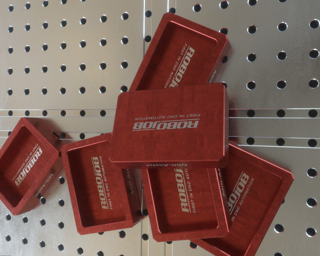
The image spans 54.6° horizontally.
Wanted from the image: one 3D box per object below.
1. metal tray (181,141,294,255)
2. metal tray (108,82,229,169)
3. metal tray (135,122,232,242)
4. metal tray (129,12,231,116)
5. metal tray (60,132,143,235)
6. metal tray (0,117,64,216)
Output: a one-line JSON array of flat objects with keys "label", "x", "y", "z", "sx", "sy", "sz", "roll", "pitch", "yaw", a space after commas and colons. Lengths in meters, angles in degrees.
[{"label": "metal tray", "x": 0.091, "y": 0.092, "z": 0.377, "sx": 0.090, "sy": 0.030, "sz": 0.129, "roll": 26, "pitch": 99, "yaw": 18}, {"label": "metal tray", "x": 0.011, "y": -0.001, "z": 0.357, "sx": 0.130, "sy": 0.030, "sz": 0.090, "roll": -3, "pitch": 67, "yaw": 20}, {"label": "metal tray", "x": 0.027, "y": 0.063, "z": 0.368, "sx": 0.090, "sy": 0.030, "sz": 0.129, "roll": -12, "pitch": 86, "yaw": 19}, {"label": "metal tray", "x": 0.022, "y": -0.071, "z": 0.402, "sx": 0.090, "sy": 0.030, "sz": 0.129, "roll": 29, "pitch": 99, "yaw": 17}, {"label": "metal tray", "x": -0.084, "y": 0.078, "z": 0.440, "sx": 0.090, "sy": 0.030, "sz": 0.129, "roll": -15, "pitch": 85, "yaw": 19}, {"label": "metal tray", "x": -0.209, "y": 0.059, "z": 0.484, "sx": 0.090, "sy": 0.030, "sz": 0.130, "roll": 42, "pitch": 103, "yaw": 15}]
